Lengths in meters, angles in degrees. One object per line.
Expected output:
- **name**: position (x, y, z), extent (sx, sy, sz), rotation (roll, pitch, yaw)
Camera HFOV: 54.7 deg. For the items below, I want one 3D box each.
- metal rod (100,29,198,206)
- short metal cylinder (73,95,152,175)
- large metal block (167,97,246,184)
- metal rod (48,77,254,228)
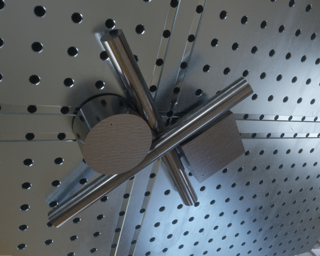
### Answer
- **metal rod**: position (0.000, 0.010, 0.412), extent (0.025, 0.025, 0.299), rotation (-32, 129, -8)
- **short metal cylinder**: position (-0.056, 0.008, 0.365), extent (0.081, 0.050, 0.079), rotation (-14, 124, -21)
- **large metal block**: position (0.065, 0.018, 0.435), extent (0.080, 0.050, 0.080), rotation (-33, 129, -7)
- **metal rod**: position (-0.016, 0.034, 0.391), extent (0.300, 0.025, 0.025), rotation (-35, 130, 6)
